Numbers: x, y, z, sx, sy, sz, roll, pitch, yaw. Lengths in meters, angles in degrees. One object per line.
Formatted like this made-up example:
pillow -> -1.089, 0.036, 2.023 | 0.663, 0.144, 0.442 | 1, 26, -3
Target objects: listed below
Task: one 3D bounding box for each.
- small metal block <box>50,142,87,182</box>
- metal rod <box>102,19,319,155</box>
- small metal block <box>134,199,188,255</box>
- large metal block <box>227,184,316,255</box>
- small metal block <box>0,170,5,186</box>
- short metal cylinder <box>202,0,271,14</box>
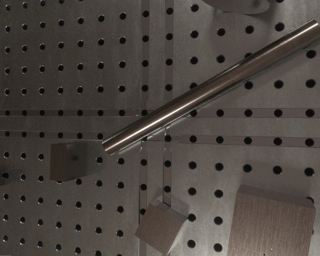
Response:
small metal block -> -0.130, 0.047, 0.444 | 0.025, 0.050, 0.050 | 2, 91, 20
metal rod -> 0.052, -0.042, 0.393 | 0.300, 0.025, 0.025 | -29, 81, 17
small metal block -> 0.002, 0.131, 0.411 | 0.050, 0.025, 0.050 | 28, 99, 17
large metal block -> 0.125, 0.116, 0.355 | 0.080, 0.050, 0.079 | 9, 93, 19
small metal block -> -0.290, 0.082, 0.499 | 0.050, 0.050, 0.025 | -1, 90, 19
short metal cylinder -> 0.090, -0.169, 0.351 | 0.080, 0.080, 0.050 | 15, 95, 19
